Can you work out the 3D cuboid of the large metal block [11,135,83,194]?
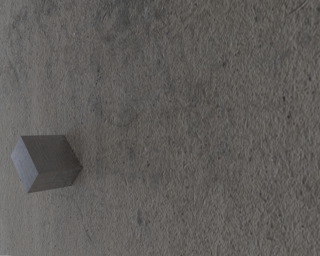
[{"bbox_3d":[-0.193,0.058,0.529,0.080,0.081,0.050,53,121,27],"label":"large metal block"}]
